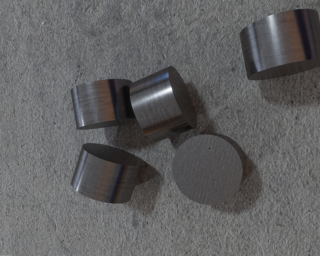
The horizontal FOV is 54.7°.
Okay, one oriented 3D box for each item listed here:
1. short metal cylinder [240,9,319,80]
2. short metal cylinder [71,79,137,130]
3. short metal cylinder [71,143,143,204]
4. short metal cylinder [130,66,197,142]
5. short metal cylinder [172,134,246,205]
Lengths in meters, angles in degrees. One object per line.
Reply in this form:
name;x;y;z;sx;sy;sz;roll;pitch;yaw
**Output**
short metal cylinder;0.131;-0.086;0.333;0.080;0.080;0.050;-10;87;20
short metal cylinder;-0.072;-0.029;0.405;0.080;0.080;0.050;-11;86;19
short metal cylinder;-0.069;0.057;0.404;0.080;0.080;0.050;21;97;19
short metal cylinder;0.006;-0.029;0.378;0.050;0.080;0.080;-21;83;19
short metal cylinder;0.061;0.047;0.374;0.080;0.050;0.080;0;90;20
